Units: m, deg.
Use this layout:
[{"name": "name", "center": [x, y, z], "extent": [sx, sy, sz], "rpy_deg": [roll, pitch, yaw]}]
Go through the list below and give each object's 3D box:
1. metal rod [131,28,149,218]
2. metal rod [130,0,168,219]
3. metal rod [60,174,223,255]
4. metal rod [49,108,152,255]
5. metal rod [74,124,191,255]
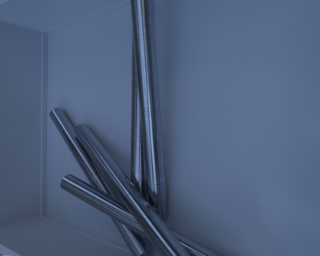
[{"name": "metal rod", "center": [-0.027, -0.023, 0.429], "extent": [0.025, 0.025, 0.298], "rpy_deg": [1, 91, 40]}, {"name": "metal rod", "center": [-0.013, -0.030, 0.377], "extent": [0.025, 0.025, 0.298], "rpy_deg": [7, 107, 40]}, {"name": "metal rod", "center": [-0.016, 0.125, 0.393], "extent": [0.300, 0.025, 0.025], "rpy_deg": [20, 103, 29]}, {"name": "metal rod", "center": [-0.105, 0.071, 0.486], "extent": [0.300, 0.025, 0.025], "rpy_deg": [49, 119, 31]}, {"name": "metal rod", "center": [-0.050, 0.077, 0.415], "extent": [0.300, 0.025, 0.025], "rpy_deg": [42, 116, 43]}]
